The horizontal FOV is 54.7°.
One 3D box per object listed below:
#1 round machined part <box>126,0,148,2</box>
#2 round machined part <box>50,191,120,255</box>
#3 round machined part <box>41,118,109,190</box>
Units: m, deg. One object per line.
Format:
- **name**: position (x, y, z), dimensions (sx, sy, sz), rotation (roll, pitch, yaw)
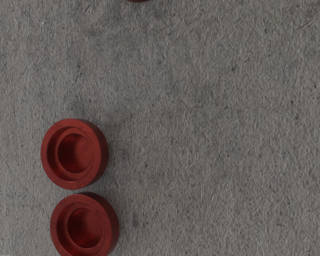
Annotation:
- **round machined part**: position (-0.032, -0.223, 0.411), dimensions (0.098, 0.042, 0.097), rotation (0, 90, 20)
- **round machined part**: position (-0.101, 0.138, 0.435), dimensions (0.098, 0.042, 0.097), rotation (0, 90, 20)
- **round machined part**: position (-0.116, 0.036, 0.441), dimensions (0.098, 0.042, 0.097), rotation (0, 90, 20)
